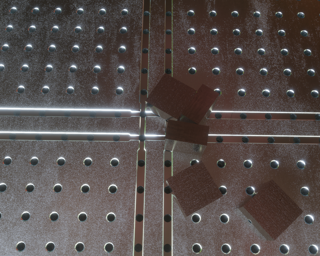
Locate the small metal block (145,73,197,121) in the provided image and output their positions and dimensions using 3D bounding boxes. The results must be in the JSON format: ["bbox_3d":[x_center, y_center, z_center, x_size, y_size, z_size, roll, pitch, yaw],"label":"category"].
[{"bbox_3d":[0.015,-0.039,0.426,0.050,0.025,0.050,31,73,10],"label":"small metal block"}]

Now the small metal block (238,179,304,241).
[{"bbox_3d":[0.134,0.100,0.377,0.050,0.025,0.050,-38,75,-13],"label":"small metal block"}]

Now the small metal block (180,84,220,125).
[{"bbox_3d":[0.050,-0.022,0.407,0.025,0.050,0.050,33,73,11],"label":"small metal block"}]

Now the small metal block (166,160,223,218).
[{"bbox_3d":[0.041,0.076,0.385,0.050,0.025,0.050,-27,73,-10],"label":"small metal block"}]

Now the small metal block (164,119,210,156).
[{"bbox_3d":[0.033,0.014,0.394,0.050,0.050,0.025,10,71,3],"label":"small metal block"}]
